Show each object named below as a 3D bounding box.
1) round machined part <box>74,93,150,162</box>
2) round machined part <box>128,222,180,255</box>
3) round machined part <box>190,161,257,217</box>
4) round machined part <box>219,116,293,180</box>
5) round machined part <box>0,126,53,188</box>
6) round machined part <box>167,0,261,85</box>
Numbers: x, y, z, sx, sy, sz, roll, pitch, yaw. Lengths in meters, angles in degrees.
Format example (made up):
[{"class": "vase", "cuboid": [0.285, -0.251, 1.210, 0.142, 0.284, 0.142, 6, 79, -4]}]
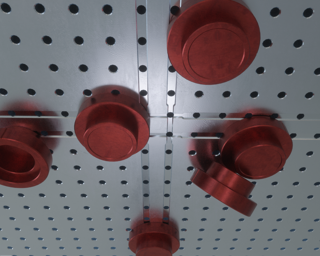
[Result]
[{"class": "round machined part", "cuboid": [-0.062, 0.006, 0.405, 0.099, 0.042, 0.097, 0, 130, 0]}, {"class": "round machined part", "cuboid": [-0.011, 0.226, 0.592, 0.099, 0.042, 0.097, 0, 130, 0]}, {"class": "round machined part", "cuboid": [0.096, 0.082, 0.447, 0.098, 0.098, 0.042, 32, 88, -24]}, {"class": "round machined part", "cuboid": [0.134, 0.034, 0.430, 0.099, 0.042, 0.097, 0, 130, 0]}, {"class": "round machined part", "cuboid": [-0.199, 0.036, 0.429, 0.099, 0.042, 0.097, 0, 130, 0]}, {"class": "round machined part", "cuboid": [0.057, -0.086, 0.327, 0.099, 0.042, 0.097, 0, 130, 0]}]
